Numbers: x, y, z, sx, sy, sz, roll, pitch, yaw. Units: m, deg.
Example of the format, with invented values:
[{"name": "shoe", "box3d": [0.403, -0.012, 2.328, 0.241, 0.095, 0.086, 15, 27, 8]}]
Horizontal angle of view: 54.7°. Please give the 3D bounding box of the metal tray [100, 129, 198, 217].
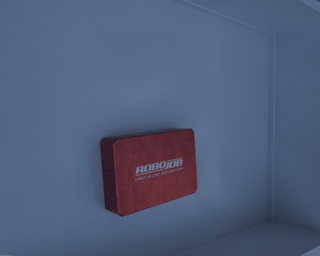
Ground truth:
[{"name": "metal tray", "box3d": [-0.009, 0.051, 0.398, 0.131, 0.030, 0.089, -7, 95, -40]}]
